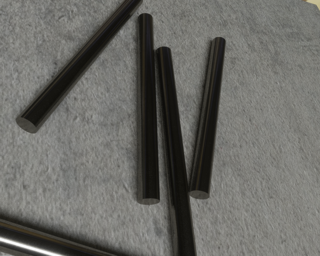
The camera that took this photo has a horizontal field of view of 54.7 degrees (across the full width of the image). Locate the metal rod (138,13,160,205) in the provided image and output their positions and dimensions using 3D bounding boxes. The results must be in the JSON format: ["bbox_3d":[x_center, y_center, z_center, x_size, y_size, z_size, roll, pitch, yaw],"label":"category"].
[{"bbox_3d":[-0.018,-0.046,0.423,0.025,0.025,0.299,12,57,-22],"label":"metal rod"}]

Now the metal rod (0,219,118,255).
[{"bbox_3d":[-0.087,0.117,0.286,0.302,0.025,0.025,24,53,-14],"label":"metal rod"}]

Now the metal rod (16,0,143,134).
[{"bbox_3d":[-0.091,-0.109,0.422,0.025,0.025,0.301,32,51,-8],"label":"metal rod"}]

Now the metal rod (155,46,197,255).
[{"bbox_3d":[0.017,0.013,0.406,0.025,0.025,0.299,9,58,-24],"label":"metal rod"}]

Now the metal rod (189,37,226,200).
[{"bbox_3d":[0.077,-0.036,0.468,0.025,0.025,0.300,24,53,-14],"label":"metal rod"}]
